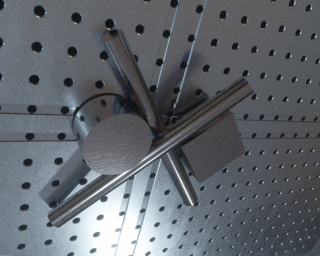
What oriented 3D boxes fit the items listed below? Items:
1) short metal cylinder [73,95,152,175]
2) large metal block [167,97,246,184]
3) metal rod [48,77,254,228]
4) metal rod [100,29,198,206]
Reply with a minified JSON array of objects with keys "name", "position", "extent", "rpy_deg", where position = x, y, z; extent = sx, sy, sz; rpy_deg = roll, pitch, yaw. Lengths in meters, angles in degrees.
[{"name":"short metal cylinder","position":[-0.056,0.008,0.365],"extent":[0.081,0.050,0.079],"rpy_deg":[-14,124,-21]},{"name":"large metal block","position":[0.065,0.018,0.435],"extent":[0.080,0.050,0.080],"rpy_deg":[-33,129,-7]},{"name":"metal rod","position":[-0.016,0.034,0.391],"extent":[0.300,0.025,0.025],"rpy_deg":[-35,130,6]},{"name":"metal rod","position":[0.000,0.010,0.412],"extent":[0.025,0.025,0.299],"rpy_deg":[-32,129,-8]}]
